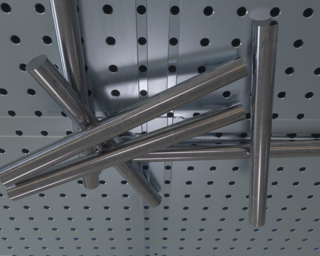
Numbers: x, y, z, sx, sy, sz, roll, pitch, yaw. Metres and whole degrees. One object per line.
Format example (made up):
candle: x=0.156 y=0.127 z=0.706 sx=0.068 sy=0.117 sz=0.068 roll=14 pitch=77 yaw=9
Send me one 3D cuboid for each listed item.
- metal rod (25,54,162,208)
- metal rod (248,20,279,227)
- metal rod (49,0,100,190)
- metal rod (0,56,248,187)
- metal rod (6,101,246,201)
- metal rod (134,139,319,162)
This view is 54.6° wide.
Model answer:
metal rod: x=-0.066 y=0.028 z=0.412 sx=0.025 sy=0.025 sz=0.300 roll=-18 pitch=135 yaw=14
metal rod: x=0.129 y=0.017 z=0.399 sx=0.025 sy=0.025 sz=0.298 roll=-6 pitch=122 yaw=5
metal rod: x=-0.101 y=-0.028 z=0.387 sx=0.025 sy=0.025 sz=0.298 roll=2 pitch=130 yaw=-2
metal rod: x=-0.042 y=-0.007 z=0.355 sx=0.301 sy=0.025 sz=0.025 roll=-25 pitch=127 yaw=1
metal rod: x=-0.039 y=0.027 z=0.386 sx=0.301 sy=0.025 sz=0.025 roll=-19 pitch=129 yaw=-3
metal rod: x=0.114 y=0.032 z=0.439 sx=0.302 sy=0.025 sz=0.025 roll=-2 pitch=130 yaw=1
